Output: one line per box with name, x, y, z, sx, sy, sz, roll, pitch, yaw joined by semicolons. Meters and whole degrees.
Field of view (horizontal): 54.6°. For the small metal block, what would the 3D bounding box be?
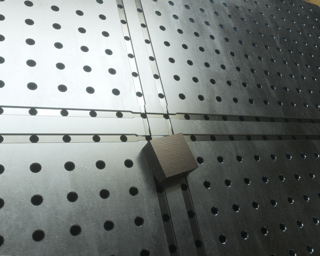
small metal block;0.013;0.038;0.392;0.050;0.025;0.050;-13;68;-33
